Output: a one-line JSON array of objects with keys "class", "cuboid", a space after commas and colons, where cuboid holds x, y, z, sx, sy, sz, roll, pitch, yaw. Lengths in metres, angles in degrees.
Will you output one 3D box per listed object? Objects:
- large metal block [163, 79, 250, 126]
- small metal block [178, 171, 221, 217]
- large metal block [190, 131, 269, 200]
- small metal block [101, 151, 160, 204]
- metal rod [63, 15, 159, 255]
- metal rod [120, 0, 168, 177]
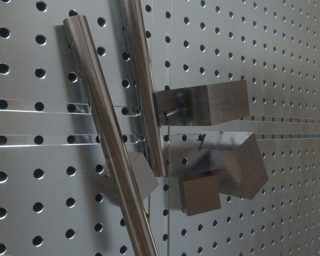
[{"class": "large metal block", "cuboid": [0.064, -0.034, 0.426, 0.081, 0.080, 0.050, -13, 99, -39]}, {"class": "small metal block", "cuboid": [0.056, 0.093, 0.444, 0.050, 0.025, 0.050, -10, 97, -14]}, {"class": "large metal block", "cuboid": [0.103, 0.052, 0.459, 0.050, 0.080, 0.080, -36, 113, -34]}, {"class": "small metal block", "cuboid": [-0.035, 0.064, 0.380, 0.050, 0.025, 0.050, -40, 114, -33]}, {"class": "metal rod", "cuboid": [-0.049, 0.027, 0.340, 0.025, 0.025, 0.298, -19, 94, -38]}, {"class": "metal rod", "cuboid": [-0.025, -0.085, 0.387, 0.025, 0.025, 0.298, -15, 100, -39]}]
